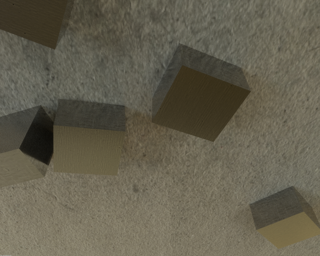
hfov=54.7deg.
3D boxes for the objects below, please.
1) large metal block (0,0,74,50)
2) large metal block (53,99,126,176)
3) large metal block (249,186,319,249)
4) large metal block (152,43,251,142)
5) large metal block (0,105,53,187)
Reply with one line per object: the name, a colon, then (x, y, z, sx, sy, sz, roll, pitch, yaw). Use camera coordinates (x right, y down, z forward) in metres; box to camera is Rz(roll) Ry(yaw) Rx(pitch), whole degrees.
large metal block: (-0.120, -0.130, 0.278, 0.081, 0.050, 0.079, 19, 128, -16)
large metal block: (-0.090, 0.014, 0.396, 0.081, 0.050, 0.079, 5, 130, -13)
large metal block: (0.213, 0.153, 0.525, 0.080, 0.050, 0.080, -33, 123, 24)
large metal block: (0.043, -0.039, 0.359, 0.081, 0.050, 0.079, 18, 128, -15)
large metal block: (-0.183, 0.024, 0.389, 0.080, 0.080, 0.050, -14, 129, 11)
